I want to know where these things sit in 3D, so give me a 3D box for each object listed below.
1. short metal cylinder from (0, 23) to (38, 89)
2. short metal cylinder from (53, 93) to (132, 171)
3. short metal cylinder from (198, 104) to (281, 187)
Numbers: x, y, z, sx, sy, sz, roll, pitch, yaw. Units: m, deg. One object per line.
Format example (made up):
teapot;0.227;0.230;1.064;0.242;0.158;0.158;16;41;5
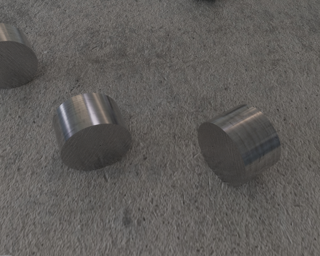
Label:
short metal cylinder;-0.228;-0.105;0.454;0.081;0.080;0.050;-23;54;-18
short metal cylinder;-0.079;0.006;0.362;0.081;0.080;0.050;-17;52;-14
short metal cylinder;0.087;0.019;0.352;0.050;0.080;0.080;-26;55;-20
